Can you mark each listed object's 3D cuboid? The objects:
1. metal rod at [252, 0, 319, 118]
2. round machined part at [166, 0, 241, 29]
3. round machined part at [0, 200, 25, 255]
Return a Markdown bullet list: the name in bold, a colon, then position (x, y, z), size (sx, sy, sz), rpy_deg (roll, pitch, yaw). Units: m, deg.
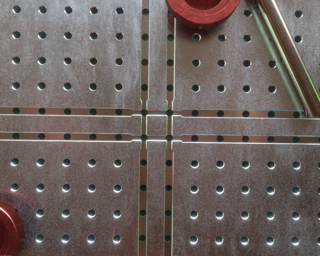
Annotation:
- **metal rod**: position (0.147, -0.154, 0.414), size (0.025, 0.025, 0.299), rpy_deg (-25, 90, 0)
- **round machined part**: position (0.055, -0.178, 0.405), size (0.099, 0.042, 0.097), rpy_deg (0, 90, 0)
- **round machined part**: position (-0.225, 0.139, 0.403), size (0.099, 0.042, 0.097), rpy_deg (0, 90, 0)
